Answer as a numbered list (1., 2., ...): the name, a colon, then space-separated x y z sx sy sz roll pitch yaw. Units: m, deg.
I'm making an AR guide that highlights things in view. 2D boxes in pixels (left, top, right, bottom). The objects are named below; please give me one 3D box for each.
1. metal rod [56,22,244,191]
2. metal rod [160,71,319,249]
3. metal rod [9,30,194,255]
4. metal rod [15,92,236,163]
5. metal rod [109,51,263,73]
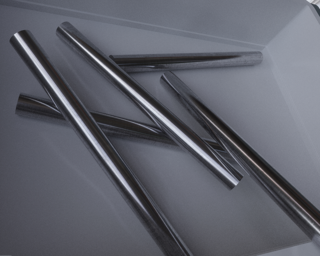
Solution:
1. metal rod: -0.020 -0.034 0.390 0.300 0.025 0.025 42 50 10
2. metal rod: 0.083 0.016 0.361 0.025 0.025 0.300 -7 40 -32
3. metal rod: -0.063 0.023 0.334 0.025 0.025 0.299 -36 89 -38
4. metal rod: -0.018 0.007 0.391 0.302 0.025 0.025 14 56 -21
5. metal rod: 0.059 -0.110 0.503 0.303 0.025 0.025 -10 67 -33
